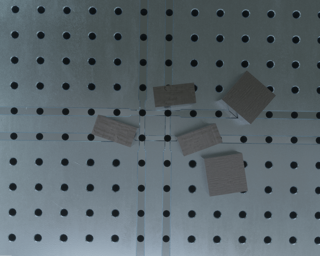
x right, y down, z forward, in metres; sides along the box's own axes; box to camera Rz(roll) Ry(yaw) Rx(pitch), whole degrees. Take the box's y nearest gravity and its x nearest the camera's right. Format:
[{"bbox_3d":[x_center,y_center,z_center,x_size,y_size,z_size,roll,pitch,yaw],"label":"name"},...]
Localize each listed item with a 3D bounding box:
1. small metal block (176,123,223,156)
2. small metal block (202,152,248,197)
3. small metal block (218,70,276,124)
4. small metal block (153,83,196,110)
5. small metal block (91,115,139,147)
[{"bbox_3d":[0.048,0.014,0.402,0.050,0.050,0.025,-20,90,0],"label":"small metal block"},{"bbox_3d":[0.086,0.061,0.415,0.050,0.025,0.050,-8,90,-1],"label":"small metal block"},{"bbox_3d":[0.116,-0.040,0.415,0.050,0.025,0.050,41,90,-1],"label":"small metal block"},{"bbox_3d":[0.018,-0.040,0.401,0.050,0.050,0.025,-6,90,0],"label":"small metal block"},{"bbox_3d":[-0.056,0.003,0.400,0.050,0.050,0.025,19,90,-1],"label":"small metal block"}]
